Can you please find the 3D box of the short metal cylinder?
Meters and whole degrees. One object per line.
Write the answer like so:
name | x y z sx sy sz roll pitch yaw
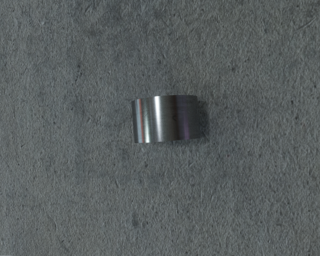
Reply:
short metal cylinder | 0.007 -0.010 0.377 0.080 0.080 0.050 -5 89 20
